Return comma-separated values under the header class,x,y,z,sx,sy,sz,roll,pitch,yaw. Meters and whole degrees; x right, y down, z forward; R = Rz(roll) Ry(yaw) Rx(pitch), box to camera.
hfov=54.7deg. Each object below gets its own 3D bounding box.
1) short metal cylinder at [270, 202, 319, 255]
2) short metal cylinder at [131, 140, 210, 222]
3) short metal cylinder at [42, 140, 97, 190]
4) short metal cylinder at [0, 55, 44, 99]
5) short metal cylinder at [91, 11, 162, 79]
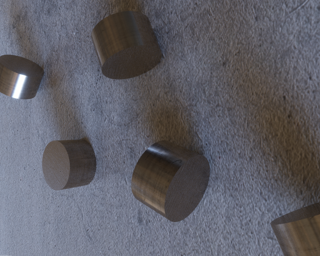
class,x,y,z,sx,sy,sz,roll,pitch,yaw
short metal cylinder,0.140,0.090,0.253,0.080,0.081,0.050,-32,70,35
short metal cylinder,0.014,0.060,0.358,0.050,0.081,0.079,22,104,38
short metal cylinder,-0.151,0.060,0.514,0.080,0.050,0.080,0,90,40
short metal cylinder,-0.271,-0.098,0.593,0.080,0.081,0.050,45,117,30
short metal cylinder,-0.044,-0.106,0.405,0.080,0.081,0.050,-30,71,36
